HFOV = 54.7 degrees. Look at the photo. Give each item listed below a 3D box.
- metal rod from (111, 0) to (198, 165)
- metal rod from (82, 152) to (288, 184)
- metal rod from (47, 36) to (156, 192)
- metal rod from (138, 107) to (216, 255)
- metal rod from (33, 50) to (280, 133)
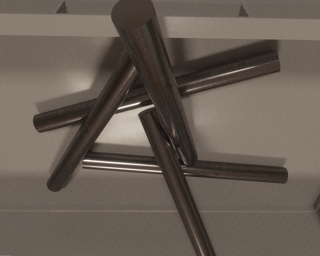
[{"bbox_3d":[0.013,-0.012,0.312,0.025,0.025,0.300,-10,157,8],"label":"metal rod"},{"bbox_3d":[0.040,0.059,0.460,0.302,0.025,0.025,5,130,-5],"label":"metal rod"},{"bbox_3d":[-0.088,0.006,0.383,0.025,0.025,0.298,24,135,-20],"label":"metal rod"},{"bbox_3d":[0.039,0.113,0.408,0.025,0.025,0.298,-18,107,14],"label":"metal rod"},{"bbox_3d":[-0.013,-0.040,0.374,0.301,0.025,0.025,-14,129,10],"label":"metal rod"}]
